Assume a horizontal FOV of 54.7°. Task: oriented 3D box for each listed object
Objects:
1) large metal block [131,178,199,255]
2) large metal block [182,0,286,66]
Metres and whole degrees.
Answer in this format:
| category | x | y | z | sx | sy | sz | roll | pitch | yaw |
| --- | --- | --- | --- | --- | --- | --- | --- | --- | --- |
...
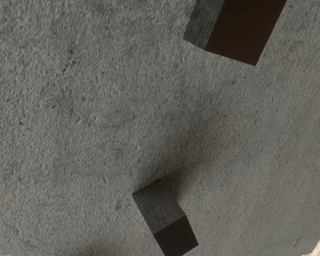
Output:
| category | x | y | z | sx | sy | sz | roll | pitch | yaw |
| --- | --- | --- | --- | --- | --- | --- | --- | --- | --- |
| large metal block | 0.007 | 0.136 | 0.460 | 0.050 | 0.080 | 0.080 | -29 | 128 | -10 |
| large metal block | 0.085 | -0.126 | 0.359 | 0.081 | 0.050 | 0.079 | 7 | 115 | -32 |
